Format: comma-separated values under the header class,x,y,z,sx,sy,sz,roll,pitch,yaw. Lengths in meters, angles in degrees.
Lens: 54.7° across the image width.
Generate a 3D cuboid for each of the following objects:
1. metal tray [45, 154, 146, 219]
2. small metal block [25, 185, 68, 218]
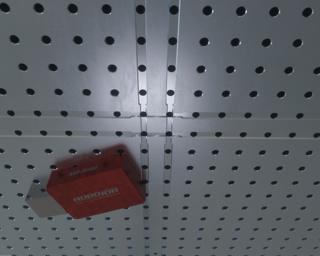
class,x,y,z,sx,sy,sz,roll,pitch,yaw
metal tray,-0.098,0.095,0.489,0.130,0.030,0.090,-17,128,13
small metal block,-0.184,0.121,0.513,0.050,0.025,0.050,-11,130,9
